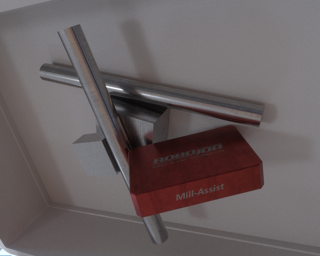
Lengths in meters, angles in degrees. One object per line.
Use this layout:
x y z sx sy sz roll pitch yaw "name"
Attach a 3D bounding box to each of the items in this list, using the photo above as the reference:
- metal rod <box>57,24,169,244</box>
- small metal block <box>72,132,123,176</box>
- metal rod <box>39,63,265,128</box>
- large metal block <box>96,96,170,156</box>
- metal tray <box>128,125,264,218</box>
-0.048 0.024 0.381 0.025 0.025 0.298 -7 115 31 "metal rod"
-0.078 0.034 0.403 0.050 0.025 0.050 -7 115 30 "small metal block"
-0.025 -0.046 0.391 0.301 0.025 0.025 14 124 20 "metal rod"
-0.036 0.005 0.412 0.080 0.050 0.079 17 125 18 "large metal block"
0.033 0.042 0.338 0.131 0.090 0.030 -13 116 -1 "metal tray"
